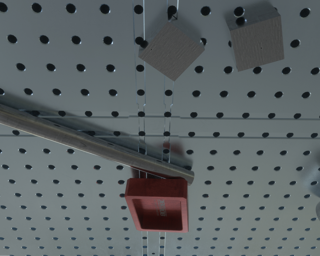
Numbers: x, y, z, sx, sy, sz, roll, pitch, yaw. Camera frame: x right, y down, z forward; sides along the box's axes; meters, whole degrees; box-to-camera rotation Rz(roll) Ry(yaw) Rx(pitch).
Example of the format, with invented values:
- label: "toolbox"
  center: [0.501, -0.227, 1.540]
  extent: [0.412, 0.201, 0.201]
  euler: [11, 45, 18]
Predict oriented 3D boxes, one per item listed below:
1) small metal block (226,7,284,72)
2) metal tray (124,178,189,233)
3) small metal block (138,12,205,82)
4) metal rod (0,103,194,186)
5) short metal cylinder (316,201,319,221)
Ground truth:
- label: "small metal block"
  center: [0.103, -0.094, 0.333]
  extent: [0.050, 0.025, 0.050]
  euler: [-15, 129, 11]
- label: "metal tray"
  center: [0.000, 0.127, 0.498]
  extent: [0.090, 0.030, 0.129]
  euler: [0, 140, 7]
- label: "small metal block"
  center: [0.012, -0.087, 0.338]
  extent: [0.050, 0.025, 0.050]
  euler: [31, 123, -24]
- label: "metal rod"
  center: [-0.087, 0.027, 0.432]
  extent: [0.302, 0.025, 0.025]
  euler: [21, 127, -18]
- label: "short metal cylinder"
  center: [0.302, 0.135, 0.495]
  extent: [0.081, 0.080, 0.050]
  euler: [11, 129, -10]
